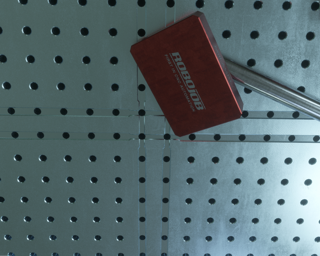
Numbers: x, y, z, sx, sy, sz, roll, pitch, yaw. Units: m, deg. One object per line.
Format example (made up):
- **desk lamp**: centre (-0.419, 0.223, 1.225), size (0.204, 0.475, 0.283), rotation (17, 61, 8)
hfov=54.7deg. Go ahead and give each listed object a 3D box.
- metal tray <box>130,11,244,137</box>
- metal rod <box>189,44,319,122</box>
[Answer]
- **metal tray**: centre (0.034, -0.060, 0.374), size (0.090, 0.030, 0.130), rotation (-19, 111, 26)
- **metal rod**: centre (0.170, -0.039, 0.401), size (0.302, 0.025, 0.025), rotation (23, 108, -9)
